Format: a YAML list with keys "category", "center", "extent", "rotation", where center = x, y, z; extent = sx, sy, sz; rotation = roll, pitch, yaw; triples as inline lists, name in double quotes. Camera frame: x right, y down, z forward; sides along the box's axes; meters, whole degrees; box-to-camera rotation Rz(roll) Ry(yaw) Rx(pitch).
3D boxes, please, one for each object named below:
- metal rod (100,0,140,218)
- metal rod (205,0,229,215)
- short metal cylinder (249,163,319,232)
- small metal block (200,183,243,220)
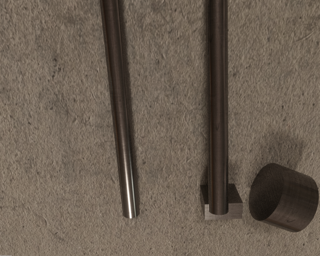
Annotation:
- category: "metal rod"
  center: [-0.049, -0.014, 0.403]
  extent: [0.025, 0.025, 0.298]
  rotation: [-3, 110, 0]
- category: "metal rod"
  center: [0.068, -0.041, 0.369]
  extent: [0.025, 0.025, 0.298]
  rotation: [-2, 100, 0]
- category: "short metal cylinder"
  center: [0.164, 0.093, 0.417]
  extent: [0.050, 0.080, 0.079]
  rotation: [21, 109, -8]
- category: "small metal block"
  center: [0.085, 0.103, 0.436]
  extent: [0.050, 0.050, 0.025]
  rotation: [-2, 110, 0]
